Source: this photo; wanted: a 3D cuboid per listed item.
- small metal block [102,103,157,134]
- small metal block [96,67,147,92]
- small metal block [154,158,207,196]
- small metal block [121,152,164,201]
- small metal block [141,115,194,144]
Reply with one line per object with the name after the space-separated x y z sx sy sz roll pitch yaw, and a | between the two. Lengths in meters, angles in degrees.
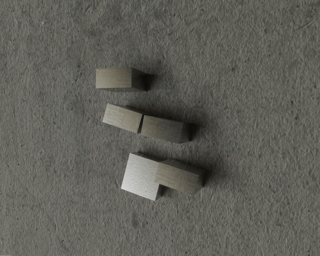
-0.039 -0.012 0.409 0.050 0.050 0.025 18 96 19 | small metal block
-0.050 -0.063 0.413 0.050 0.050 0.025 1 91 20 | small metal block
0.027 0.059 0.386 0.050 0.050 0.025 16 96 19 | small metal block
-0.019 0.064 0.416 0.050 0.025 0.050 16 95 19 | small metal block
0.010 0.001 0.392 0.050 0.050 0.025 12 94 19 | small metal block
